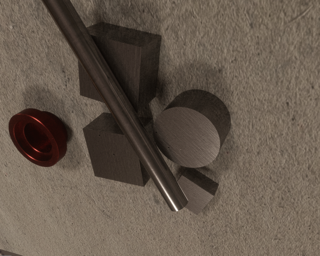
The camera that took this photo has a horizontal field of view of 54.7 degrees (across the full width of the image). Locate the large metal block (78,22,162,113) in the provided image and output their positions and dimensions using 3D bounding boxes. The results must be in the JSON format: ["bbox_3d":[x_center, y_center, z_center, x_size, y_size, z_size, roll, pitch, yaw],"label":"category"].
[{"bbox_3d":[-0.049,-0.073,0.369,0.080,0.050,0.079,18,126,17],"label":"large metal block"}]

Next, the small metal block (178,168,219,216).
[{"bbox_3d":[0.046,0.088,0.436,0.050,0.025,0.050,33,129,6],"label":"small metal block"}]

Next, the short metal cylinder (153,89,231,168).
[{"bbox_3d":[0.039,0.000,0.369,0.080,0.050,0.079,13,124,20],"label":"short metal cylinder"}]

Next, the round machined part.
[{"bbox_3d":[-0.190,0.011,0.501,0.098,0.042,0.097,13,124,20],"label":"round machined part"}]

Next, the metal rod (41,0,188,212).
[{"bbox_3d":[-0.048,-0.029,0.348,0.025,0.025,0.299,-19,109,35],"label":"metal rod"}]

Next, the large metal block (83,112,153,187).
[{"bbox_3d":[-0.052,0.028,0.434,0.080,0.050,0.079,7,122,24],"label":"large metal block"}]
